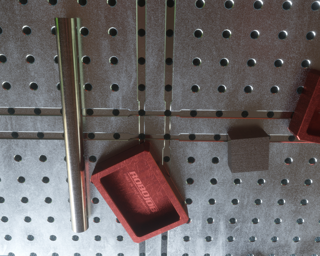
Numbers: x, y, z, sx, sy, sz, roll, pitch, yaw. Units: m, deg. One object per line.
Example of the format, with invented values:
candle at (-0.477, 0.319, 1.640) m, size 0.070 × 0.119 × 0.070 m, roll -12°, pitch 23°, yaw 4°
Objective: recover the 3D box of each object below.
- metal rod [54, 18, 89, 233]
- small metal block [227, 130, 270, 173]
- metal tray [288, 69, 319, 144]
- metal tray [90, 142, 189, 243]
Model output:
metal rod at (-0.115, 0.010, 0.415) m, size 0.025 × 0.025 × 0.298 m, roll 1°, pitch 110°, yaw -1°
small metal block at (0.121, 0.032, 0.427) m, size 0.050 × 0.025 × 0.050 m, roll -5°, pitch 110°, yaw 1°
metal tray at (0.250, -0.019, 0.407) m, size 0.131 × 0.030 × 0.089 m, roll 11°, pitch 110°, yaw -5°
metal tray at (-0.026, 0.095, 0.445) m, size 0.090 × 0.030 × 0.130 m, roll -26°, pitch 108°, yaw 9°
